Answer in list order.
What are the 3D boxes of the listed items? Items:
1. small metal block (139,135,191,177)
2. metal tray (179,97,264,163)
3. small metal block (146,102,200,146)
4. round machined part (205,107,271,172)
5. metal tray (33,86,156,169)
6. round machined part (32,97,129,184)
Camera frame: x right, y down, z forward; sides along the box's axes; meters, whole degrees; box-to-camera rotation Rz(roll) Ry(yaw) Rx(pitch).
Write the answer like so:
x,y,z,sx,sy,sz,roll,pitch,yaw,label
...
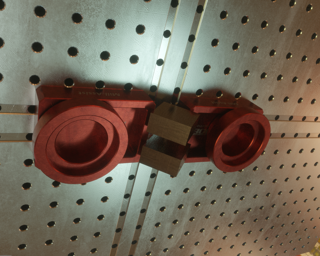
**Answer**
x,y,z,sx,sy,sz,roll,pitch,yaw,label
0.007,0.032,0.400,0.050,0.050,0.025,20,115,11,small metal block
0.081,0.004,0.455,0.131,0.030,0.089,0,118,-29,metal tray
0.017,-0.007,0.382,0.050,0.050,0.025,20,115,11,small metal block
0.108,0.013,0.450,0.099,0.042,0.097,-14,124,-21,round machined part
-0.078,0.000,0.367,0.131,0.030,0.089,-1,121,-28,metal tray
-0.088,0.010,0.342,0.099,0.042,0.097,-14,124,-21,round machined part
